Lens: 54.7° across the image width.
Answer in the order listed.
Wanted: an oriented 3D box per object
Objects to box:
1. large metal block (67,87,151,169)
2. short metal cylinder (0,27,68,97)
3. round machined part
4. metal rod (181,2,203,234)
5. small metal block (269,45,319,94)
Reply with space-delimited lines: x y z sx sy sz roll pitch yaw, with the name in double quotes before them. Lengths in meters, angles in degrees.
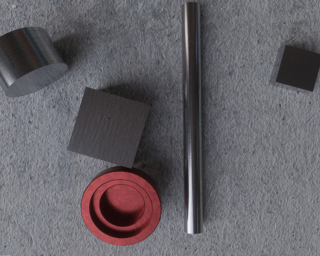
"large metal block" -0.062 0.000 0.397 0.080 0.050 0.080 16 90 -1
"short metal cylinder" -0.163 -0.079 0.380 0.080 0.080 0.050 -30 90 0
"round machined part" -0.046 0.095 0.396 0.099 0.042 0.097 0 100 2
"metal rod" 0.043 -0.013 0.410 0.025 0.025 0.298 -1 90 -1
"small metal block" 0.180 -0.077 0.412 0.050 0.025 0.050 15 90 -1
